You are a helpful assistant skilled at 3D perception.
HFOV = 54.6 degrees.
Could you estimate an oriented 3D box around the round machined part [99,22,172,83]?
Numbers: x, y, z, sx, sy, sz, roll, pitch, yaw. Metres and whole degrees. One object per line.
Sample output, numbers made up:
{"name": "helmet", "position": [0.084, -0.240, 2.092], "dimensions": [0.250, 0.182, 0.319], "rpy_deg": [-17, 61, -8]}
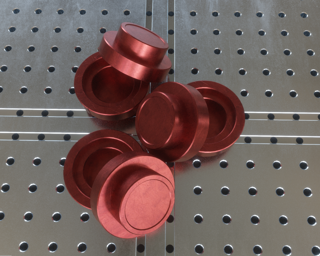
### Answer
{"name": "round machined part", "position": [-0.027, -0.105, 0.412], "dimensions": [0.098, 0.042, 0.098], "rpy_deg": [22, 30, -13]}

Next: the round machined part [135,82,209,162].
{"name": "round machined part", "position": [0.007, -0.008, 0.373], "dimensions": [0.042, 0.098, 0.098], "rpy_deg": [5, 63, -44]}

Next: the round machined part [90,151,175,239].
{"name": "round machined part", "position": [-0.023, 0.077, 0.344], "dimensions": [0.099, 0.042, 0.097], "rpy_deg": [-9, 106, -32]}

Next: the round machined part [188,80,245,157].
{"name": "round machined part", "position": [0.057, -0.010, 0.406], "dimensions": [0.099, 0.042, 0.098], "rpy_deg": [0, 70, 0]}

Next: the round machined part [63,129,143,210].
{"name": "round machined part", "position": [-0.064, 0.054, 0.382], "dimensions": [0.099, 0.042, 0.098], "rpy_deg": [0, 70, 0]}

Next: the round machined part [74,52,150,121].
{"name": "round machined part", "position": [-0.062, -0.055, 0.421], "dimensions": [0.099, 0.042, 0.098], "rpy_deg": [0, 70, 0]}
